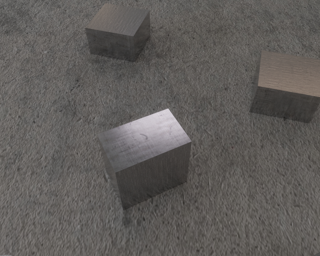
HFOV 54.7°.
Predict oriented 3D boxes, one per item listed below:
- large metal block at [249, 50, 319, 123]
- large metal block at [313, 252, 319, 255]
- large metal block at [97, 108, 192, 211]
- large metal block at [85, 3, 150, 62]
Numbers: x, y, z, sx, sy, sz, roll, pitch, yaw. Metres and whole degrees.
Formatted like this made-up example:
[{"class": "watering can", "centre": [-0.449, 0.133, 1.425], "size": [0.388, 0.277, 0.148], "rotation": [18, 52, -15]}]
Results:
[{"class": "large metal block", "centre": [0.176, -0.060, 0.438], "size": [0.080, 0.050, 0.080], "rotation": [12, 51, 10]}, {"class": "large metal block", "centre": [0.123, 0.161, 0.252], "size": [0.081, 0.050, 0.080], "rotation": [-19, 53, -16]}, {"class": "large metal block", "centre": [-0.016, 0.035, 0.338], "size": [0.081, 0.080, 0.050], "rotation": [-21, 53, -17]}, {"class": "large metal block", "centre": [-0.067, -0.162, 0.522], "size": [0.080, 0.050, 0.080], "rotation": [13, 51, 10]}]
